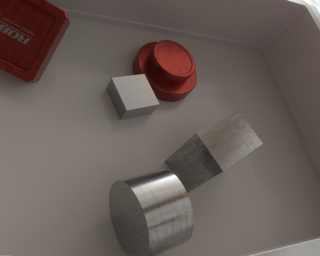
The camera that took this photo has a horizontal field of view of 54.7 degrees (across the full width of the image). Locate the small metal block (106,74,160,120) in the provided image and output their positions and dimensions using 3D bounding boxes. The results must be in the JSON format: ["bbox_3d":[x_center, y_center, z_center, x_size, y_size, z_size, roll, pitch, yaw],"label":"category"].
[{"bbox_3d":[-0.036,-0.042,0.413,0.050,0.025,0.050,-14,69,-34],"label":"small metal block"}]

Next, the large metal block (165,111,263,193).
[{"bbox_3d":[0.066,0.031,0.389,0.081,0.080,0.050,-25,76,-37],"label":"large metal block"}]

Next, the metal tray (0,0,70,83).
[{"bbox_3d":[-0.181,-0.119,0.346,0.131,0.030,0.090,28,90,-11],"label":"metal tray"}]

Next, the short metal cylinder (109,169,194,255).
[{"bbox_3d":[-0.011,0.086,0.313,0.050,0.080,0.080,-11,67,-33],"label":"short metal cylinder"}]

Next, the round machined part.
[{"bbox_3d":[0.013,-0.091,0.459,0.099,0.042,0.098,14,56,-21],"label":"round machined part"}]
